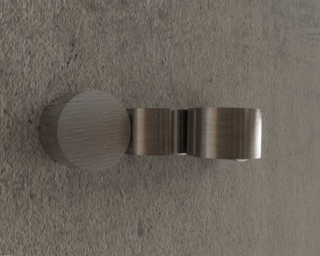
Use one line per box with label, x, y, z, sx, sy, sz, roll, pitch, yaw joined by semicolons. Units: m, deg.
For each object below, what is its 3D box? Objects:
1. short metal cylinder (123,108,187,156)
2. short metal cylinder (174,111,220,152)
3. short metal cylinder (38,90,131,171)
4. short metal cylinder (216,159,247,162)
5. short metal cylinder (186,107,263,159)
short metal cylinder;-0.006;0.004;0.365;0.081;0.080;0.050;0;90;-40
short metal cylinder;0.055;0.005;0.417;0.081;0.080;0.050;0;89;-40
short metal cylinder;-0.078;0.002;0.324;0.081;0.050;0.080;0;91;-40
short metal cylinder;0.108;0.010;0.479;0.081;0.050;0.080;-1;91;-40
short metal cylinder;0.069;0.005;0.338;0.081;0.080;0.050;1;91;-40
